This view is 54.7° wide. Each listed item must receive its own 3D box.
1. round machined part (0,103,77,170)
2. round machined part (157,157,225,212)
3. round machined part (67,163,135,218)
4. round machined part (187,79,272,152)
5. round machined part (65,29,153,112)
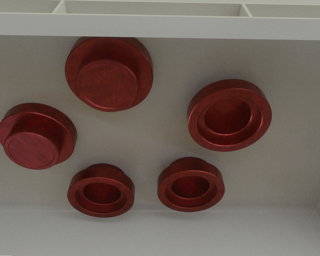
[{"bbox_3d":[-0.164,0.018,0.411,0.099,0.042,0.097,-1,130,0],"label":"round machined part"},{"bbox_3d":[0.045,0.081,0.468,0.099,0.042,0.097,-1,130,0],"label":"round machined part"},{"bbox_3d":[-0.088,0.092,0.475,0.099,0.042,0.097,-1,130,0],"label":"round machined part"},{"bbox_3d":[0.083,-0.020,0.383,0.099,0.042,0.097,-1,130,0],"label":"round machined part"},{"bbox_3d":[-0.057,-0.056,0.349,0.099,0.042,0.097,-1,130,0],"label":"round machined part"}]
